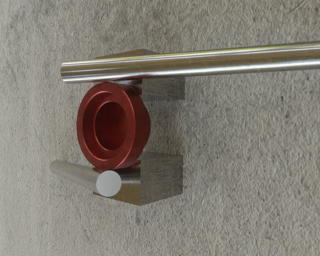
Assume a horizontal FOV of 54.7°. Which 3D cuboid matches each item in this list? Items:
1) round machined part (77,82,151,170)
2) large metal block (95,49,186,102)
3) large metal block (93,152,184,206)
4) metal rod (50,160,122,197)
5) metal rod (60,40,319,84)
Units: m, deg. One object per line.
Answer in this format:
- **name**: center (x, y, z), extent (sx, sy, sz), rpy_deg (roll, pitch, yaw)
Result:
- **round machined part**: center (-0.049, -0.002, 0.357), extent (0.098, 0.042, 0.097), rpy_deg (0, 90, 39)
- **large metal block**: center (-0.024, -0.061, 0.388), extent (0.080, 0.081, 0.050), rpy_deg (2, 91, 39)
- **large metal block**: center (-0.026, 0.058, 0.390), extent (0.080, 0.081, 0.050), rpy_deg (2, 91, 39)
- **metal rod**: center (-0.118, 0.062, 0.429), extent (0.299, 0.025, 0.025), rpy_deg (-7, 85, 62)
- **metal rod**: center (0.040, -0.063, 0.302), extent (0.301, 0.025, 0.025), rpy_deg (0, 90, 17)
